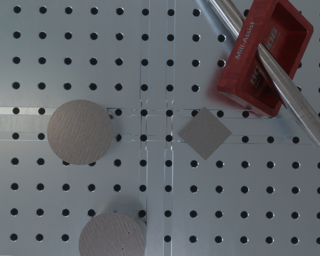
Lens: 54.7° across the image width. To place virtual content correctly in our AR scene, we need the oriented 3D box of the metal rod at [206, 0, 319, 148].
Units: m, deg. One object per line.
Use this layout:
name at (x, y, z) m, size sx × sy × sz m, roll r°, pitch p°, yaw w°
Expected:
metal rod at (0.116, -0.107, 0.393) m, size 0.025 × 0.025 × 0.299 m, roll -33°, pitch 82°, yaw 0°

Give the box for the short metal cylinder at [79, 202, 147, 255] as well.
short metal cylinder at (-0.058, 0.142, 0.401) m, size 0.081 × 0.050 × 0.079 m, roll 0°, pitch 90°, yaw 0°

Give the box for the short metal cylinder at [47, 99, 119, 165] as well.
short metal cylinder at (-0.097, 0.005, 0.400) m, size 0.081 × 0.050 × 0.079 m, roll 0°, pitch 90°, yaw 0°

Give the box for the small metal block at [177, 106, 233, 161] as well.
small metal block at (0.059, 0.007, 0.414) m, size 0.050 × 0.025 × 0.050 m, roll 44°, pitch 90°, yaw 0°

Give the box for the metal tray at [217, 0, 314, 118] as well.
metal tray at (0.134, -0.088, 0.389) m, size 0.090 × 0.030 × 0.129 m, roll 23°, pitch 90°, yaw -34°
